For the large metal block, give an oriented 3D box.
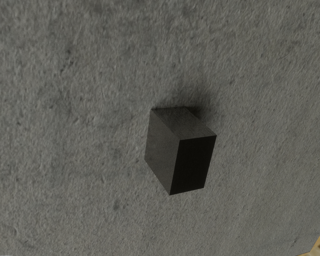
[{"bbox_3d":[0.022,0.026,0.401,0.050,0.080,0.079,-6,121,-26],"label":"large metal block"}]
